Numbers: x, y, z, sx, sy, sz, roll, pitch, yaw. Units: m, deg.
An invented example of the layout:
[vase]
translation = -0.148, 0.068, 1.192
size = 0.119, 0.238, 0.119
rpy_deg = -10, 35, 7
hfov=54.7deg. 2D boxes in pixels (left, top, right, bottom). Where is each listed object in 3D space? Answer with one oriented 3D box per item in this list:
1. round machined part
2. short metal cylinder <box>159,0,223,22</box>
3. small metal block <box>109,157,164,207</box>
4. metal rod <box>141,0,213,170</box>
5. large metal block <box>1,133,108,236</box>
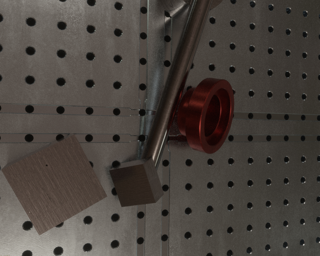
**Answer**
[round machined part]
translation = 0.058, -0.018, 0.410
size = 0.099, 0.042, 0.097
rpy_deg = -25, 122, -50
[short metal cylinder]
translation = 0.043, -0.190, 0.416
size = 0.081, 0.050, 0.079
rpy_deg = 0, 90, -21
[small metal block]
translation = -0.029, 0.068, 0.388
size = 0.025, 0.050, 0.050
rpy_deg = -30, 104, -62
[metal rod]
translation = 0.027, -0.081, 0.388
size = 0.025, 0.025, 0.298
rpy_deg = 15, 98, -20
[large metal block]
translation = -0.119, 0.060, 0.356
size = 0.081, 0.050, 0.080
rpy_deg = -28, 100, -18
